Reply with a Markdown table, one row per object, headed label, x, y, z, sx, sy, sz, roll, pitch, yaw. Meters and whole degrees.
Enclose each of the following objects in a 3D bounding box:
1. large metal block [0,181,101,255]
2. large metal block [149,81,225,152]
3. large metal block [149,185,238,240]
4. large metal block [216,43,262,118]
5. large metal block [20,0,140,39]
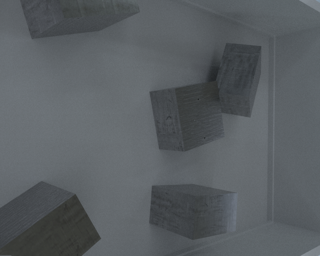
| label | x | y | z | sx | sy | sz | roll | pitch | yaw |
| --- | --- | --- | --- | --- | --- | --- | --- | --- | --- |
| large metal block | -0.115 | 0.096 | 0.276 | 0.081 | 0.080 | 0.050 | -36 | 113 | -34 |
| large metal block | 0.039 | -0.018 | 0.425 | 0.081 | 0.050 | 0.079 | -16 | 100 | -39 |
| large metal block | 0.044 | 0.106 | 0.410 | 0.081 | 0.080 | 0.050 | 7 | 86 | -40 |
| large metal block | 0.120 | -0.071 | 0.472 | 0.080 | 0.050 | 0.080 | 49 | 56 | -65 |
| large metal block | -0.081 | -0.126 | 0.304 | 0.081 | 0.080 | 0.050 | -22 | 104 | -38 |
